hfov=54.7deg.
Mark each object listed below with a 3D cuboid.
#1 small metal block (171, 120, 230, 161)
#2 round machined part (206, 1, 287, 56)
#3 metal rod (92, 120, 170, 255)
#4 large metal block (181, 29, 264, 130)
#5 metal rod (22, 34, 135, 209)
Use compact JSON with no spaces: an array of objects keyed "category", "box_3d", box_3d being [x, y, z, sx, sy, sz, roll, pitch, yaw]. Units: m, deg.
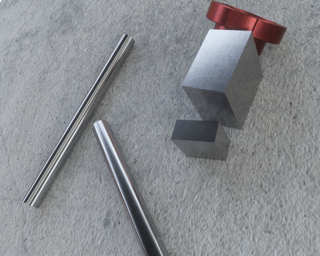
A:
[{"category":"small metal block","box_3d":[0.048,0.014,0.353,0.050,0.050,0.025,3,63,29]},{"category":"round machined part","box_3d":[0.103,-0.123,0.390,0.098,0.099,0.042,43,124,39]},{"category":"metal rod","box_3d":[-0.025,0.098,0.355,0.025,0.025,0.300,-35,51,5]},{"category":"large metal block","box_3d":[0.077,-0.056,0.362,0.050,0.080,0.080,15,69,34]},{"category":"metal rod","box_3d":[-0.117,-0.021,0.476,0.025,0.025,0.300,14,69,33]}]
